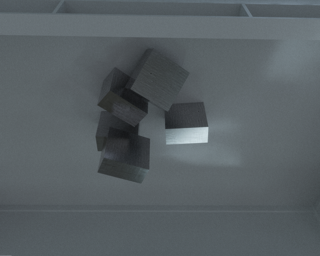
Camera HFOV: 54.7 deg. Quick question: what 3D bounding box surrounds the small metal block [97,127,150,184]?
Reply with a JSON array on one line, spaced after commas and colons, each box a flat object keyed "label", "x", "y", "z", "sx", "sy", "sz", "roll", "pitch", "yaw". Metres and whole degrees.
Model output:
[{"label": "small metal block", "x": -0.040, "y": 0.030, "z": 0.352, "sx": 0.050, "sy": 0.050, "sz": 0.025, "roll": 17, "pitch": 128, "yaw": -15}]

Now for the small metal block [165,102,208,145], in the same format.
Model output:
[{"label": "small metal block", "x": 0.032, "y": -0.007, "z": 0.388, "sx": 0.050, "sy": 0.050, "sz": 0.025, "roll": -3, "pitch": 130, "yaw": 2}]

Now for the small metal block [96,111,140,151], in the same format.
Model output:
[{"label": "small metal block", "x": -0.052, "y": 0.004, "z": 0.395, "sx": 0.050, "sy": 0.050, "sz": 0.025, "roll": 1, "pitch": 130, "yaw": -1}]

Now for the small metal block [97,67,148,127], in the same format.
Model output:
[{"label": "small metal block", "x": -0.041, "y": -0.037, "z": 0.361, "sx": 0.050, "sy": 0.050, "sz": 0.025, "roll": 32, "pitch": 123, "yaw": -24}]

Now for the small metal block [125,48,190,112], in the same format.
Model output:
[{"label": "small metal block", "x": -0.003, "y": -0.054, "z": 0.348, "sx": 0.050, "sy": 0.025, "sz": 0.050, "roll": 30, "pitch": 89, "yaw": -23}]
